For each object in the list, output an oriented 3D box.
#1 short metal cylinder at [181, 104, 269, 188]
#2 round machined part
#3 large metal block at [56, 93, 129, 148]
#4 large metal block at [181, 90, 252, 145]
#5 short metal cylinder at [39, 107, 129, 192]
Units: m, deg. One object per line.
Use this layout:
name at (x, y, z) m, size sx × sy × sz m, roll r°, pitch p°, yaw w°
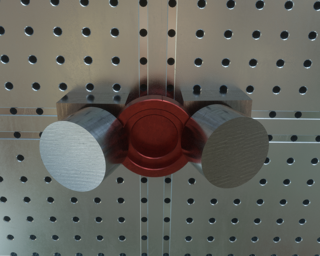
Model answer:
short metal cylinder at (0.070, 0.019, 0.340) m, size 0.081 × 0.050 × 0.079 m, roll -7°, pitch 111°, yaw -19°
round machined part at (-0.007, 0.007, 0.375) m, size 0.099 × 0.042 × 0.097 m, roll 0°, pitch 110°, yaw 0°
large metal block at (-0.082, 0.000, 0.399) m, size 0.081 × 0.050 × 0.079 m, roll 1°, pitch 110°, yaw -1°
large metal block at (0.068, -0.004, 0.399) m, size 0.080 × 0.050 × 0.079 m, roll -1°, pitch 110°, yaw 0°
short metal cylinder at (-0.082, 0.022, 0.340) m, size 0.080 × 0.050 × 0.079 m, roll 8°, pitch 113°, yaw 20°
